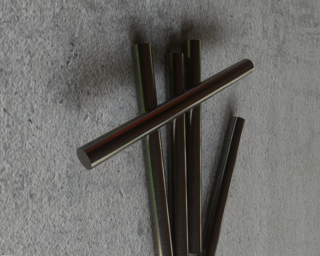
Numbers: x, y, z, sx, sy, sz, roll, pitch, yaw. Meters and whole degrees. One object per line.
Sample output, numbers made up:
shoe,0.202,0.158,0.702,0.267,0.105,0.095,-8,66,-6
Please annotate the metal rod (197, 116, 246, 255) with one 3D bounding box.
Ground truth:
metal rod,0.088,0.125,0.478,0.025,0.025,0.299,26,74,-37

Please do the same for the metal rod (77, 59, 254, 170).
metal rod,0.030,-0.033,0.395,0.302,0.025,0.025,-31,110,-36

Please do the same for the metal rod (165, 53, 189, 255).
metal rod,0.024,0.049,0.424,0.025,0.025,0.298,-3,92,-40

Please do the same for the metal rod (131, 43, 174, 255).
metal rod,-0.008,0.045,0.398,0.025,0.025,0.298,-11,97,-40

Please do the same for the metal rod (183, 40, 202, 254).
metal rod,0.047,0.026,0.443,0.025,0.025,0.298,-1,91,-40
